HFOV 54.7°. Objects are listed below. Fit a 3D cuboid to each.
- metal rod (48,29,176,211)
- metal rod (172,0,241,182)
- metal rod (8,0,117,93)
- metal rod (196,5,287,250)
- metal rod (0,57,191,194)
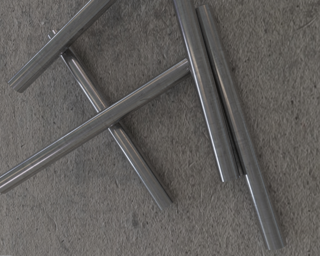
[{"bbox_3d":[-0.073,-0.019,0.434,0.025,0.025,0.299,-38,78,16],"label":"metal rod"},{"bbox_3d":[0.046,-0.084,0.375,0.025,0.025,0.298,-15,88,19],"label":"metal rod"},{"bbox_3d":[-0.095,-0.157,0.423,0.300,0.025,0.025,-41,77,8],"label":"metal rod"},{"bbox_3d":[0.094,-0.006,0.375,0.025,0.025,0.299,-18,84,19],"label":"metal rod"},{"bbox_3d":[-0.089,-0.001,0.408,0.301,0.025,0.025,-32,80,5],"label":"metal rod"}]
